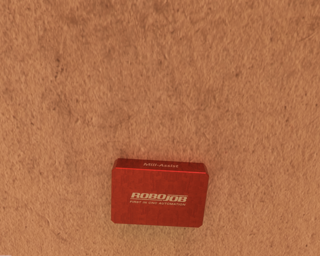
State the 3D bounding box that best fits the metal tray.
[{"bbox_3d":[-0.002,0.093,0.441,0.131,0.030,0.089,3,110,-2],"label":"metal tray"}]
